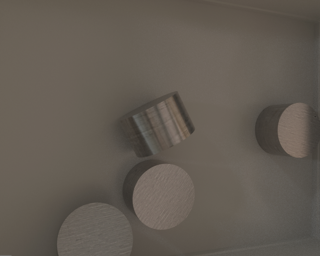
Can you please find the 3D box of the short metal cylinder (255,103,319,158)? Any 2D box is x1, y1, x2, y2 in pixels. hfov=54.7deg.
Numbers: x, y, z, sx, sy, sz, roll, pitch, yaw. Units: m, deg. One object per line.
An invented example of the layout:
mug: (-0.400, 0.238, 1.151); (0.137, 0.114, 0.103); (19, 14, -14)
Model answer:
short metal cylinder: (0.194, 0.003, 0.471); (0.081, 0.050, 0.079); (0, 90, -21)

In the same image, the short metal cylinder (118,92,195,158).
short metal cylinder: (-0.004, -0.005, 0.381); (0.080, 0.080, 0.050); (-29, 100, -18)

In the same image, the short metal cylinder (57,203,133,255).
short metal cylinder: (-0.076, 0.131, 0.355); (0.081, 0.050, 0.080); (8, 64, -16)

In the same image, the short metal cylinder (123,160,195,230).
short metal cylinder: (-0.003, 0.083, 0.397); (0.081, 0.050, 0.079); (0, 90, -20)
